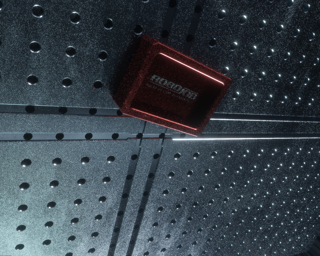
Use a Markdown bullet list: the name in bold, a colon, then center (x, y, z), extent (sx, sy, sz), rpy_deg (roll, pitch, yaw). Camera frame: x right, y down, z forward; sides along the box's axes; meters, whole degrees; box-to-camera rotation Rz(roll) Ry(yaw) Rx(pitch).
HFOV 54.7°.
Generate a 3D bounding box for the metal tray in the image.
- **metal tray**: center (0.019, -0.047, 0.390), extent (0.131, 0.030, 0.089), rpy_deg (17, 109, -35)
